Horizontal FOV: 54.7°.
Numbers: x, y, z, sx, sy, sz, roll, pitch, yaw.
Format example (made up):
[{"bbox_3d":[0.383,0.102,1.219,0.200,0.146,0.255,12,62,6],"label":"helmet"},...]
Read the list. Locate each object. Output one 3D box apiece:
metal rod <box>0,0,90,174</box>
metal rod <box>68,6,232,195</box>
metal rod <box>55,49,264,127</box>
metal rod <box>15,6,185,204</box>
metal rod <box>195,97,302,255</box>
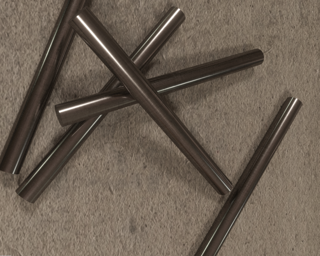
[{"bbox_3d":[-0.121,-0.092,0.364,0.025,0.025,0.299,22,83,-19],"label":"metal rod"},{"bbox_3d":[0.007,-0.012,0.372,0.025,0.025,0.300,-49,120,-13],"label":"metal rod"},{"bbox_3d":[0.019,-0.060,0.399,0.302,0.025,0.025,-20,97,-26],"label":"metal rod"},{"bbox_3d":[-0.065,-0.038,0.385,0.025,0.025,0.300,41,77,-16],"label":"metal rod"},{"bbox_3d":[0.131,0.080,0.459,0.025,0.025,0.300,38,78,-17],"label":"metal rod"}]
